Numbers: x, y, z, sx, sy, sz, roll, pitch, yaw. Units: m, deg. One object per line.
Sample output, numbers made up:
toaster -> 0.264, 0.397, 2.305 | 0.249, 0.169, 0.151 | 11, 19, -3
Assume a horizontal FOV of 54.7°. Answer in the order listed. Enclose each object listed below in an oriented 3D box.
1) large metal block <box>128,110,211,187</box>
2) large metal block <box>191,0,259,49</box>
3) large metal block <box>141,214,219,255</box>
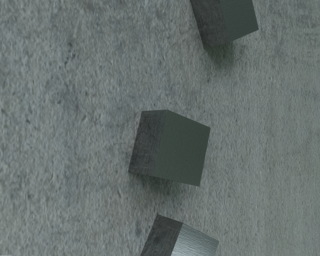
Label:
large metal block -> 0.014, 0.027, 0.402 | 0.080, 0.050, 0.080 | 20, 77, -39
large metal block -> 0.100, -0.176, 0.474 | 0.081, 0.050, 0.080 | -31, 109, -36
large metal block -> 0.024, 0.171, 0.411 | 0.080, 0.050, 0.080 | 37, 67, -34
